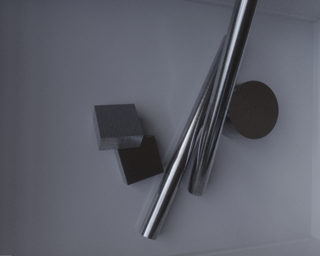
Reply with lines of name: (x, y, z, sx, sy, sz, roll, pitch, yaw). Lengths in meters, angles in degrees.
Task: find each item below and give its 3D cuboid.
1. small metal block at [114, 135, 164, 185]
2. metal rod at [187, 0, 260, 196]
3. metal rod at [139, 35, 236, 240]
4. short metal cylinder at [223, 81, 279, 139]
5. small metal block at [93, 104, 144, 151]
small metal block: (-0.028, 0.040, 0.401, 0.050, 0.025, 0.050, -17, 96, -20)
metal rod: (0.077, -0.048, 0.377, 0.025, 0.025, 0.298, 3, 113, -20)
metal rod: (0.044, 0.006, 0.428, 0.025, 0.025, 0.299, 27, 81, -19)
short metal cylinder: (0.120, -0.025, 0.443, 0.081, 0.050, 0.079, 0, 90, -21)
small metal block: (-0.052, -0.002, 0.378, 0.050, 0.025, 0.050, -4, 53, -20)
